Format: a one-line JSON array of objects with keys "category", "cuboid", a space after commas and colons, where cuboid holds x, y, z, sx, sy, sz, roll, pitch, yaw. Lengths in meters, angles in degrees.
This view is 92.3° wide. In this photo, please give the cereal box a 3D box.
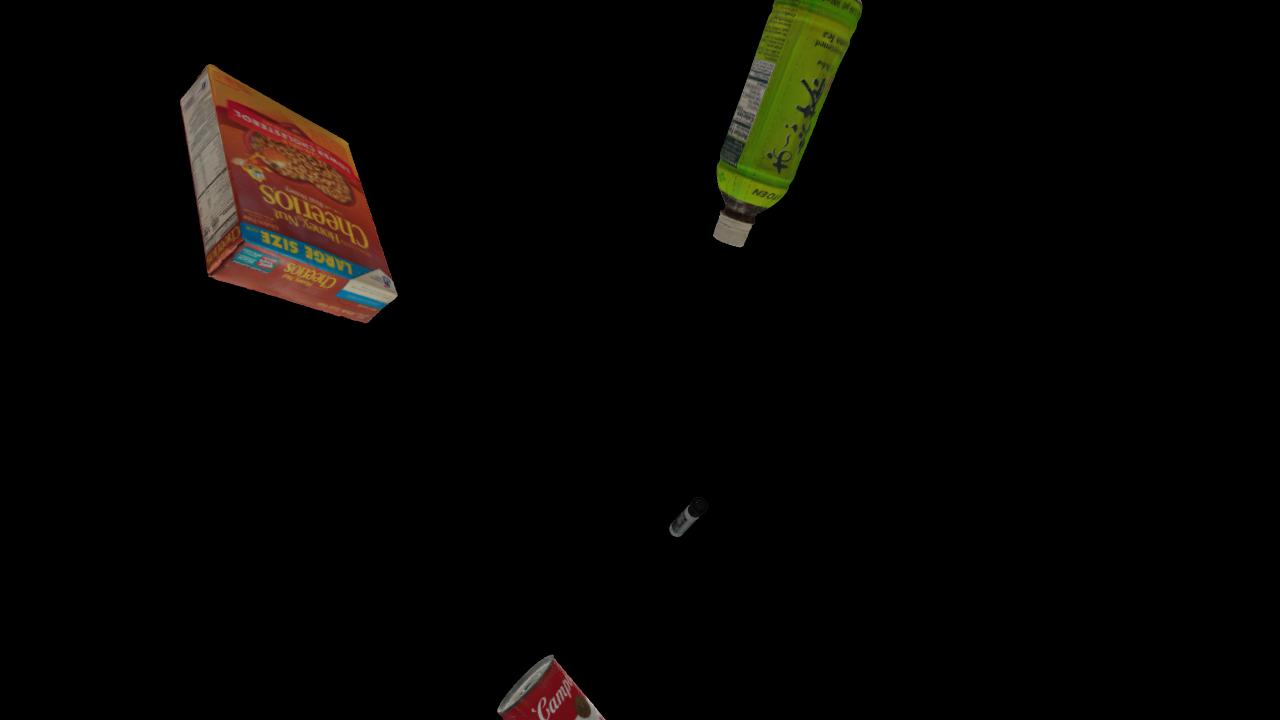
[{"category": "cereal box", "cuboid": [-0.447, -0.206, 0.789, 0.081, 0.306, 0.203, -36, -26, 17]}]

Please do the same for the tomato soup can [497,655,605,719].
[{"category": "tomato soup can", "cuboid": [-0.075, 0.340, 0.573, 0.068, 0.101, 0.068, -41, -4, -3]}]

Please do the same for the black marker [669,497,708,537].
[{"category": "black marker", "cuboid": [0.055, 0.180, 0.700, 0.020, 0.020, 0.121, 0, -28, -11]}]

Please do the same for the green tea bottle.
[{"category": "green tea bottle", "cuboid": [0.112, -0.201, 0.526, 0.073, 0.212, 0.073, 17, 25, -8]}]
